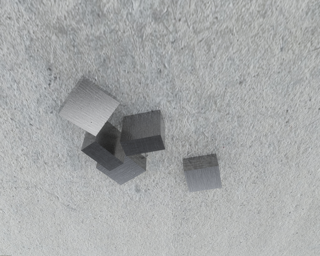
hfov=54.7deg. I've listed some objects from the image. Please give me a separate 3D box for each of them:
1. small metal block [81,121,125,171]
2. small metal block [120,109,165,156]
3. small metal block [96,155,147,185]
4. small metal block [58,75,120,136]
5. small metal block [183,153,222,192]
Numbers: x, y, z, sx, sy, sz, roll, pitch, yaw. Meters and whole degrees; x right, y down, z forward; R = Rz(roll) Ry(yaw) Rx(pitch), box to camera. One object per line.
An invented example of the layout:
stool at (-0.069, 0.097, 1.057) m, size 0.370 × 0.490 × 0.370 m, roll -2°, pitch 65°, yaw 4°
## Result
small metal block at (-0.072, 0.020, 0.407) m, size 0.025 × 0.050 × 0.050 m, roll -32°, pitch 124°, yaw 24°
small metal block at (-0.021, 0.006, 0.395) m, size 0.050 × 0.050 × 0.025 m, roll -10°, pitch 129°, yaw 8°
small metal block at (-0.055, 0.051, 0.450) m, size 0.050 × 0.025 × 0.050 m, roll -32°, pitch 123°, yaw 24°
small metal block at (-0.085, -0.026, 0.370) m, size 0.050 × 0.025 × 0.050 m, roll 34°, pitch 97°, yaw -24°
small metal block at (0.064, 0.068, 0.466) m, size 0.050 × 0.025 × 0.050 m, roll -10°, pitch 130°, yaw 8°
